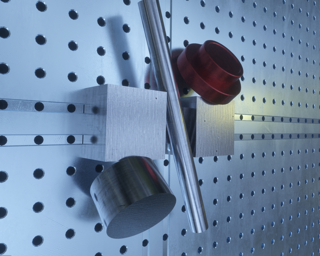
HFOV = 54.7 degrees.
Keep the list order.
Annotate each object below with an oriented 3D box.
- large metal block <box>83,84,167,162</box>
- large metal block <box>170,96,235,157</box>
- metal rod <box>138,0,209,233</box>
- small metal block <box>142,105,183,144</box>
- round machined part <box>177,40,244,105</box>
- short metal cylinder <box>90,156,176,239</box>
[{"bbox_3d":[-0.040,-0.004,0.360,0.081,0.050,0.080,3,89,-40],"label":"large metal block"},{"bbox_3d":[0.062,-0.001,0.446,0.081,0.050,0.080,1,89,-40],"label":"large metal block"},{"bbox_3d":[0.020,-0.007,0.392,0.025,0.025,0.298,-22,104,-38],"label":"metal rod"},{"bbox_3d":[0.003,-0.004,0.413,0.050,0.025,0.050,1,90,-40],"label":"small metal block"},{"bbox_3d":[0.076,-0.083,0.430,0.099,0.042,0.098,23,43,-23],"label":"round machined part"},{"bbox_3d":[-0.030,0.077,0.341,0.081,0.050,0.080,-21,143,-17],"label":"short metal cylinder"}]
